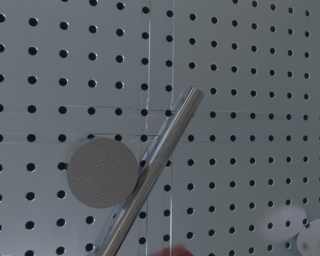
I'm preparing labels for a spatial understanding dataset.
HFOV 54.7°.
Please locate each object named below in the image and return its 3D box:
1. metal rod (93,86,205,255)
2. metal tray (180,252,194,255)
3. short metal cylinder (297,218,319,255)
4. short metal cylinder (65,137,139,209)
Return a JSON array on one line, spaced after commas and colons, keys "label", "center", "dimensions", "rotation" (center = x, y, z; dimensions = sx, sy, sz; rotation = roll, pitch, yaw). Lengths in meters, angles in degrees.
[{"label": "metal rod", "center": [-0.022, 0.077, 0.404], "dimensions": [0.025, 0.025, 0.300], "rotation": [33, 79, -17]}, {"label": "metal tray", "center": [-0.001, 0.232, 0.409], "dimensions": [0.131, 0.030, 0.089], "rotation": [-12, 94, -20]}, {"label": "short metal cylinder", "center": [0.264, 0.187, 0.481], "dimensions": [0.080, 0.080, 0.050], "rotation": [-42, 104, -15]}, {"label": "short metal cylinder", "center": [-0.072, 0.051, 0.373], "dimensions": [0.081, 0.050, 0.080], "rotation": [0, 90, -20]}]
